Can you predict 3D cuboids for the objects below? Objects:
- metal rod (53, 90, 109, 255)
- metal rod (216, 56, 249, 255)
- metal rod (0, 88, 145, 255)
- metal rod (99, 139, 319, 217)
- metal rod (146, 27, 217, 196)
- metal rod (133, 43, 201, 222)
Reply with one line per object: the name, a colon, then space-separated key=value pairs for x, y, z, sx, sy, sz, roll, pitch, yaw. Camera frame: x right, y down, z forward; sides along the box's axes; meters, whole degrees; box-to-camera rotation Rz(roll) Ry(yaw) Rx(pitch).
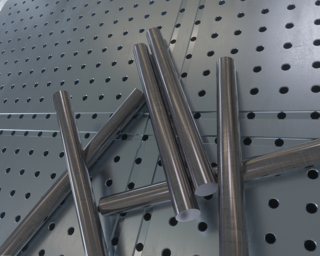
metal rod: x=-0.099 y=0.073 z=0.391 sx=0.025 sy=0.025 sz=0.299 roll=-28 pitch=60 yaw=11
metal rod: x=0.072 y=0.029 z=0.321 sx=0.025 sy=0.025 sz=0.300 roll=-12 pitch=47 yaw=22
metal rod: x=-0.121 y=0.065 z=0.433 sx=0.025 sy=0.025 sz=0.300 roll=33 pitch=80 yaw=38
metal rod: x=0.067 y=0.054 z=0.340 sx=0.300 sy=0.025 sz=0.025 roll=-18 pitch=55 yaw=17
metal rod: x=0.018 y=-0.046 z=0.409 sx=0.025 sy=0.025 sz=0.300 roll=-26 pitch=47 yaw=12
metal rod: x=-0.002 y=-0.021 z=0.403 sx=0.025 sy=0.025 sz=0.300 roll=-27 pitch=46 yaw=12
